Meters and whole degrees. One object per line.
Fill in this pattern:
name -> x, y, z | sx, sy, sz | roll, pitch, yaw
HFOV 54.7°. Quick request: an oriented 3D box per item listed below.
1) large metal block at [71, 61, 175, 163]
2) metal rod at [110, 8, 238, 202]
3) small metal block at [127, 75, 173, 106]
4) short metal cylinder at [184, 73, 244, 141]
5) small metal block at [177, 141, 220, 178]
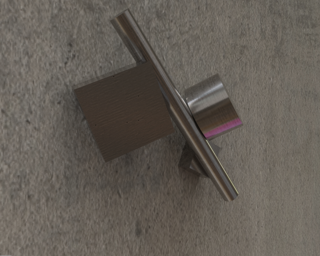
large metal block -> -0.040, -0.021, 0.336 | 0.081, 0.050, 0.080 | -24, 107, -13
metal rod -> 0.031, -0.012, 0.402 | 0.025, 0.025, 0.299 | -49, 119, -29
small metal block -> -0.014, -0.049, 0.396 | 0.050, 0.025, 0.050 | 16, 80, -39
short metal cylinder -> 0.075, -0.029, 0.429 | 0.080, 0.050, 0.080 | 56, 18, -27
small metal block -> 0.058, 0.042, 0.458 | 0.050, 0.025, 0.050 | 31, 71, -36
